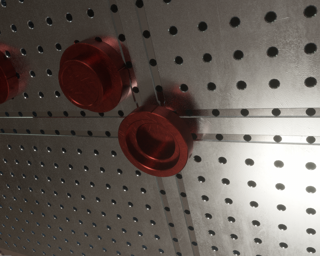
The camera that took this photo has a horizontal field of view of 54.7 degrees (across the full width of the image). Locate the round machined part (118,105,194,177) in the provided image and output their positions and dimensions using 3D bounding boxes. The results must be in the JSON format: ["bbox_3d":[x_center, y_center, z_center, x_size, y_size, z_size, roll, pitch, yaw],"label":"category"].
[{"bbox_3d":[-0.002,0.013,0.408,0.098,0.042,0.097,13,124,20],"label":"round machined part"}]

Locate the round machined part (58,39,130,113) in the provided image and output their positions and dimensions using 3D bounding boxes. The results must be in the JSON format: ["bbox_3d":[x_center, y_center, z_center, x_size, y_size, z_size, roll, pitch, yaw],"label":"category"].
[{"bbox_3d":[-0.093,-0.063,0.408,0.098,0.042,0.097,13,124,20],"label":"round machined part"}]

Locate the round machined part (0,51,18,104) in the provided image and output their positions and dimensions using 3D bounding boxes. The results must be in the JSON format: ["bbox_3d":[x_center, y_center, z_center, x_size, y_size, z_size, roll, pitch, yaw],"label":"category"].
[{"bbox_3d":[-0.281,-0.082,0.495,0.098,0.042,0.097,13,124,20],"label":"round machined part"}]
